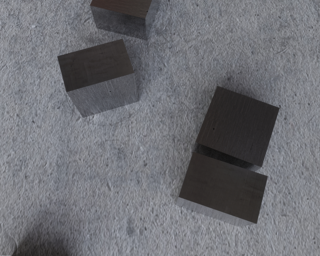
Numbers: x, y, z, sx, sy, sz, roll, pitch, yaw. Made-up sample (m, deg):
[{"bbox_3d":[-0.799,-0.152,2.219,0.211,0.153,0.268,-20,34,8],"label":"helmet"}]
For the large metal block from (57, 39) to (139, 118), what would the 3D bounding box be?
[{"bbox_3d":[-0.076,-0.061,0.401,0.080,0.080,0.050,-17,71,-6],"label":"large metal block"}]

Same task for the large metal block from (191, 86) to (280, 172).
[{"bbox_3d":[0.094,0.004,0.394,0.080,0.050,0.080,21,71,7],"label":"large metal block"}]

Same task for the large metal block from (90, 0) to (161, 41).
[{"bbox_3d":[-0.048,-0.187,0.463,0.080,0.050,0.080,15,71,5],"label":"large metal block"}]

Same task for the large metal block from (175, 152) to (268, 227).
[{"bbox_3d":[0.065,0.073,0.353,0.080,0.080,0.050,18,71,6],"label":"large metal block"}]
